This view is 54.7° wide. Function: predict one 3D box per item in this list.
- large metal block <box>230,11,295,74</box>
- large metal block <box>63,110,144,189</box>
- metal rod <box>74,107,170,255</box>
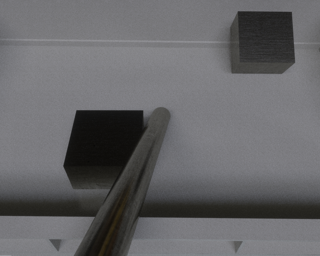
[{"bbox_3d":[0.156,-0.130,0.478,0.081,0.050,0.080,0,81,0],"label":"large metal block"},{"bbox_3d":[-0.060,0.025,0.367,0.081,0.050,0.080,0,50,-1],"label":"large metal block"},{"bbox_3d":[-0.015,0.028,0.280,0.025,0.025,0.301,6,18,5],"label":"metal rod"}]
